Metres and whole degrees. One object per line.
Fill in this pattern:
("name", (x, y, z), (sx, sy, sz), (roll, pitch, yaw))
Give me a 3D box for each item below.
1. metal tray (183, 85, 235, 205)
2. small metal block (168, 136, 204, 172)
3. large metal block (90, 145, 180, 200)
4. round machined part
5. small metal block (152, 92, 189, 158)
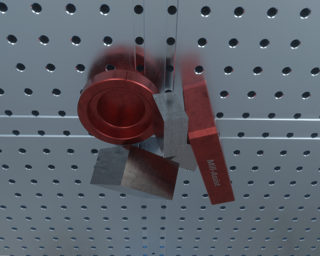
("metal tray", (0.062, 0.023, 0.389), (0.030, 0.090, 0.129), (-14, 129, 11))
("small metal block", (0.032, 0.029, 0.431), (0.050, 0.025, 0.050), (16, 134, 0))
("large metal block", (-0.034, 0.062, 0.417), (0.080, 0.050, 0.080), (25, 159, -33))
("round machined part", (-0.046, -0.029, 0.375), (0.099, 0.042, 0.097), (-1, 130, 0))
("small metal block", (0.010, -0.004, 0.338), (0.025, 0.050, 0.050), (-9, 130, -11))
